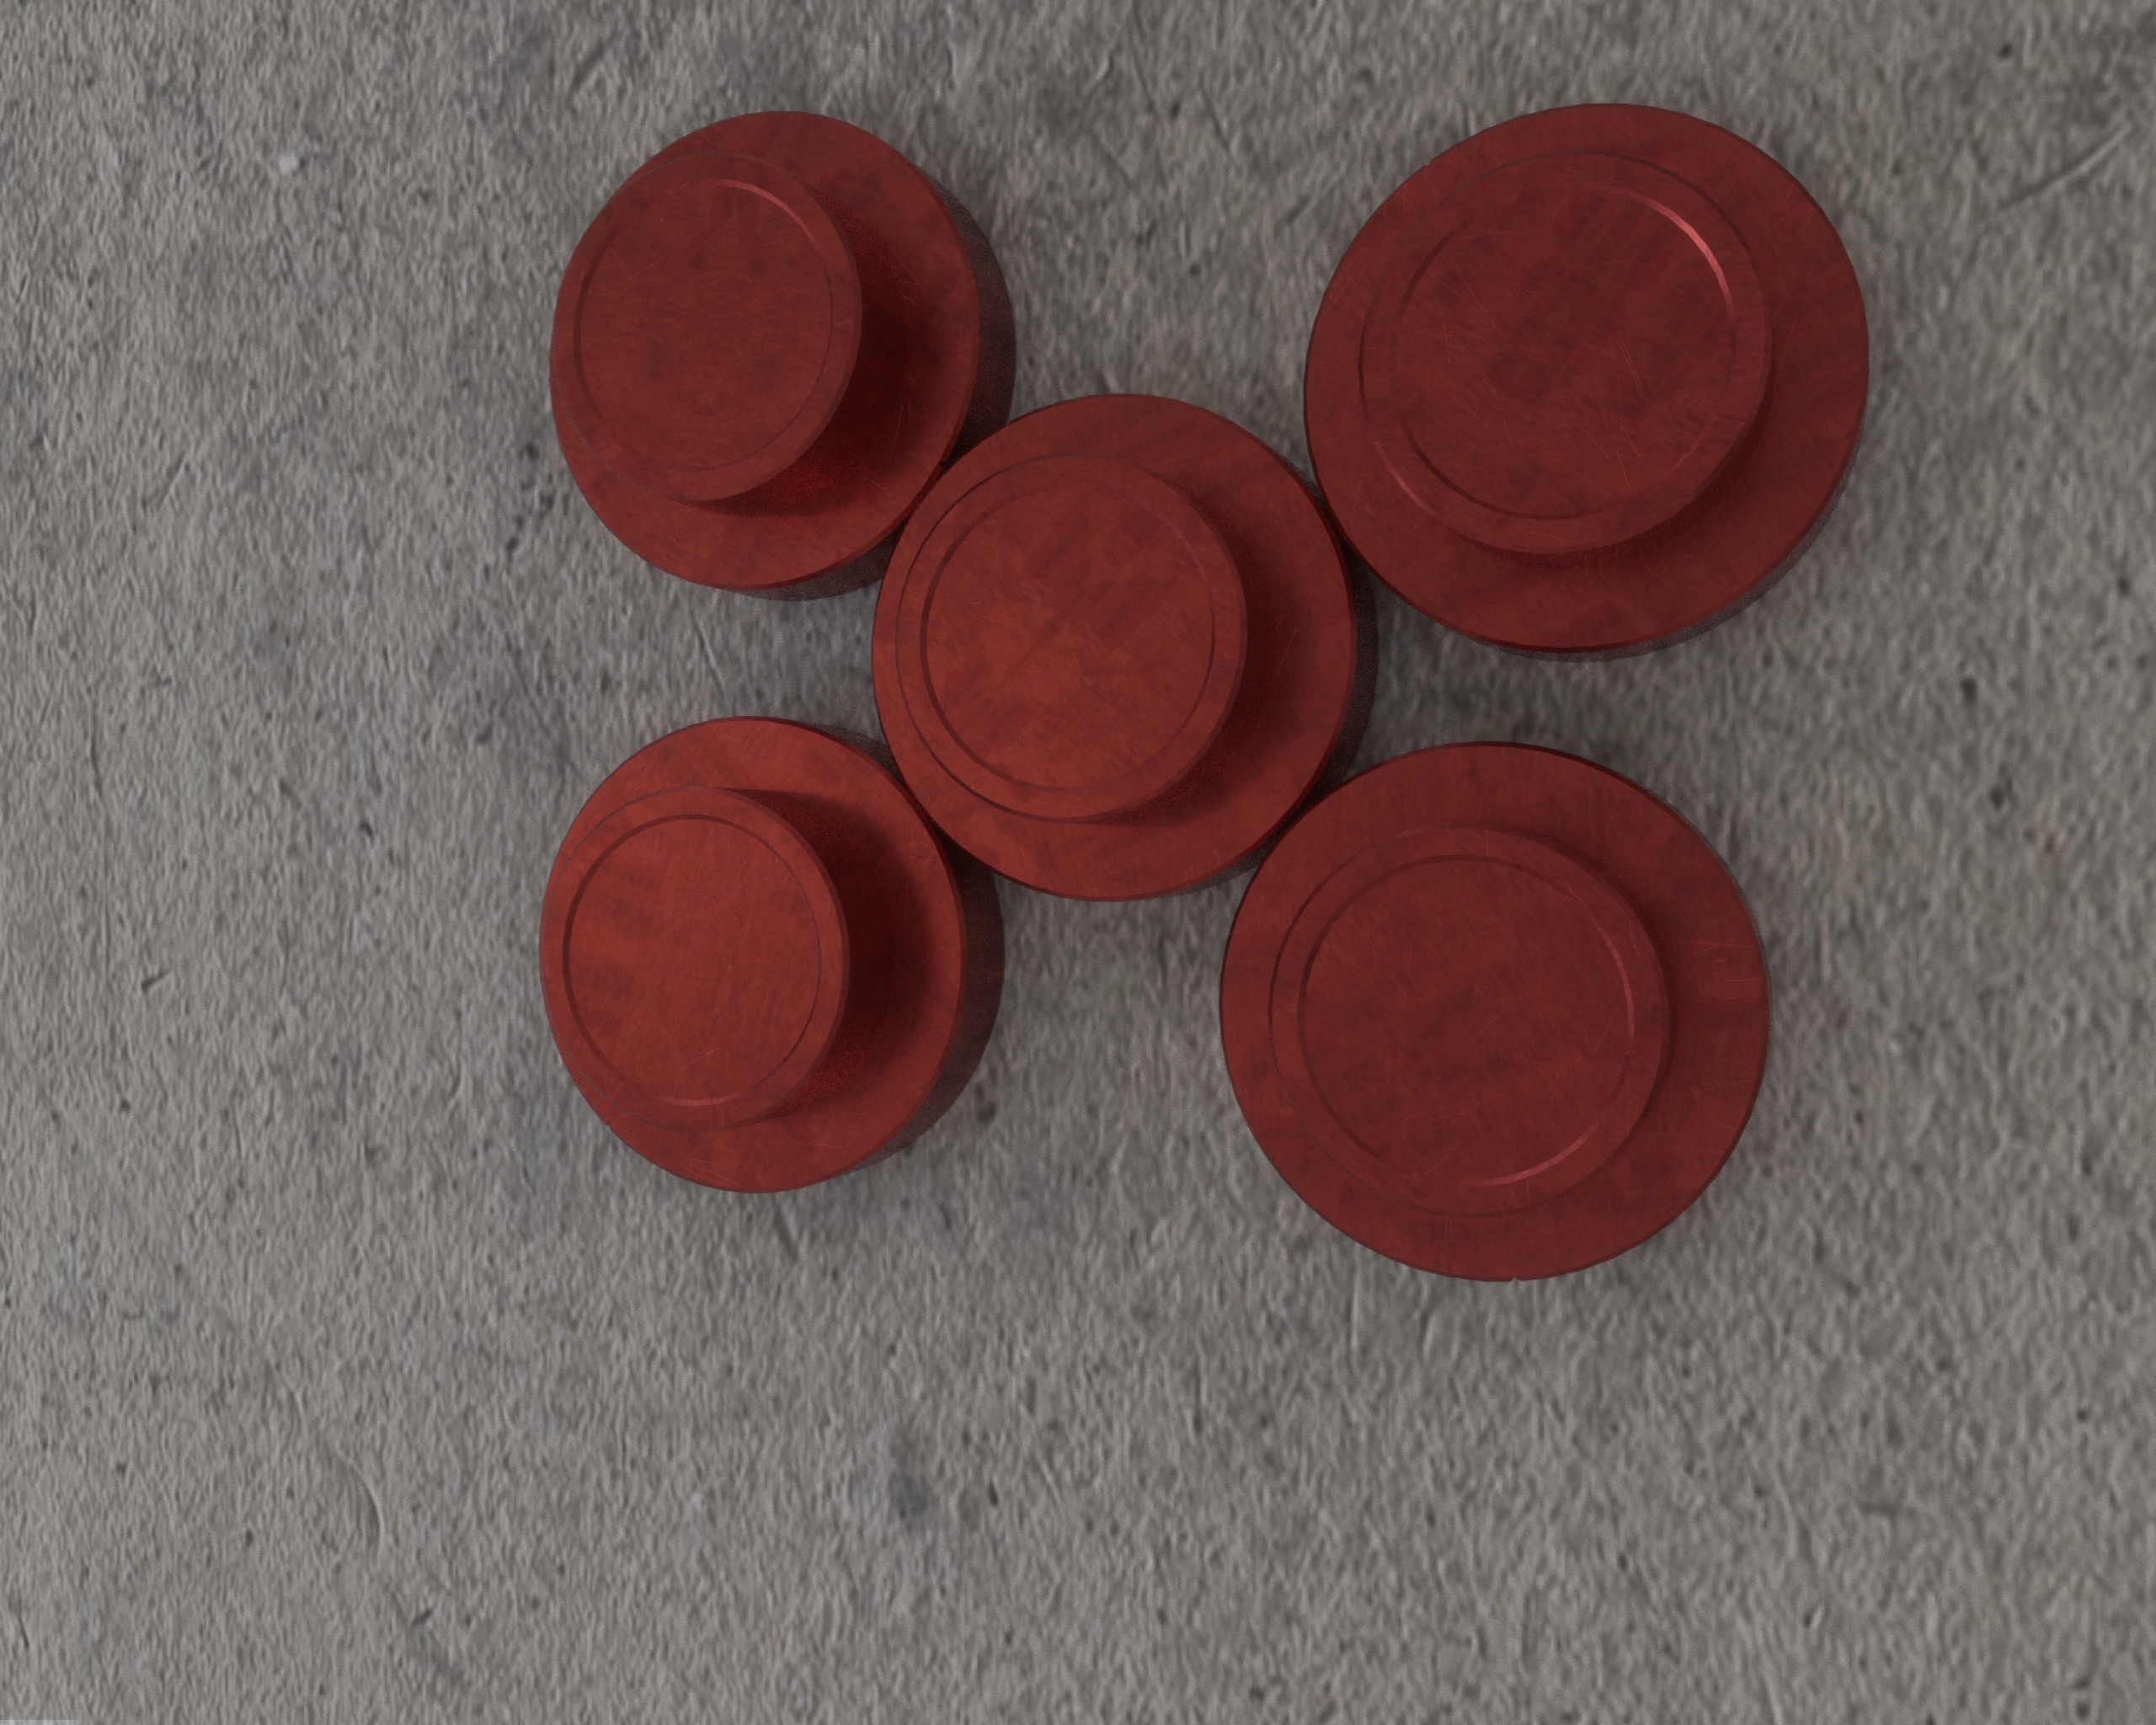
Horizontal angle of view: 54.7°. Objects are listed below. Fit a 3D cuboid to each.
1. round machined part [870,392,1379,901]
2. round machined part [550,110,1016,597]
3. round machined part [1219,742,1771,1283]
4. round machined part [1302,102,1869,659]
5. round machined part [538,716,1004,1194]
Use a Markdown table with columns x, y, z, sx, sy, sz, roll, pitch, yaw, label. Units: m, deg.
| x | y | z | sx | sy | sz | roll | pitch | yaw | label |
| --- | --- | --- | --- | --- | --- | --- | --- | --- | --- |
| 0.005 | -0.041 | 0.398 | 0.098 | 0.042 | 0.097 | 0 | 90 | 20 | round machined part |
| -0.066 | -0.104 | 0.423 | 0.098 | 0.042 | 0.097 | 0 | 90 | 20 | round machined part |
| 0.072 | 0.027 | 0.374 | 0.098 | 0.042 | 0.097 | 0 | 90 | 20 | round machined part |
| 0.088 | -0.086 | 0.369 | 0.098 | 0.042 | 0.097 | 0 | 90 | 20 | round machined part |
| -0.068 | 0.019 | 0.424 | 0.098 | 0.042 | 0.097 | 0 | 90 | 20 | round machined part |
